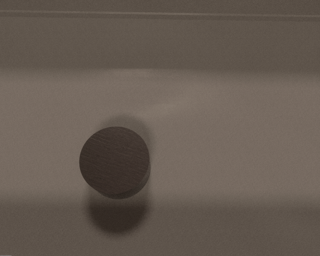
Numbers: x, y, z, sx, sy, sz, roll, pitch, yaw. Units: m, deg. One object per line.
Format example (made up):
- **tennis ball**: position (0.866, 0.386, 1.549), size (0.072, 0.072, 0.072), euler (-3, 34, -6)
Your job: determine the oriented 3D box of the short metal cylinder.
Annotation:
- **short metal cylinder**: position (-0.052, 0.044, 0.380), size (0.081, 0.050, 0.080), euler (0, 70, 0)
